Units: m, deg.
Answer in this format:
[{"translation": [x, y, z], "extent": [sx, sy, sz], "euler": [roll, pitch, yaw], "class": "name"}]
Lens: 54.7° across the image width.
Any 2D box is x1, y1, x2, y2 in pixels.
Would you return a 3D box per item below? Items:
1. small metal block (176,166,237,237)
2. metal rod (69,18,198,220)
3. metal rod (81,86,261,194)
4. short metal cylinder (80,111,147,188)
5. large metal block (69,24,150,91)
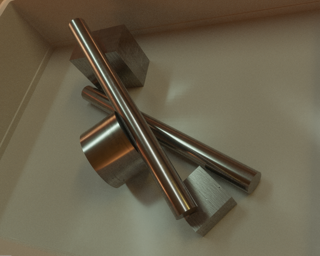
[{"translation": [0.044, 0.078, 0.332], "extent": [0.050, 0.025, 0.050], "euler": [-44, 51, -3], "class": "small metal block"}, {"translation": [-0.045, -0.030, 0.370], "extent": [0.025, 0.025, 0.299], "euler": [-35, 64, 5], "class": "metal rod"}, {"translation": [-0.009, 0.000, 0.407], "extent": [0.300, 0.025, 0.025], "euler": [28, 77, 37], "class": "metal rod"}, {"translation": [-0.051, 0.025, 0.377], "extent": [0.050, 0.080, 0.080], "euler": [-35, 52, 5], "class": "short metal cylinder"}, {"translation": [-0.073, -0.102, 0.469], "extent": [0.080, 0.080, 0.050], "euler": [-4, 60, 26], "class": "large metal block"}]
